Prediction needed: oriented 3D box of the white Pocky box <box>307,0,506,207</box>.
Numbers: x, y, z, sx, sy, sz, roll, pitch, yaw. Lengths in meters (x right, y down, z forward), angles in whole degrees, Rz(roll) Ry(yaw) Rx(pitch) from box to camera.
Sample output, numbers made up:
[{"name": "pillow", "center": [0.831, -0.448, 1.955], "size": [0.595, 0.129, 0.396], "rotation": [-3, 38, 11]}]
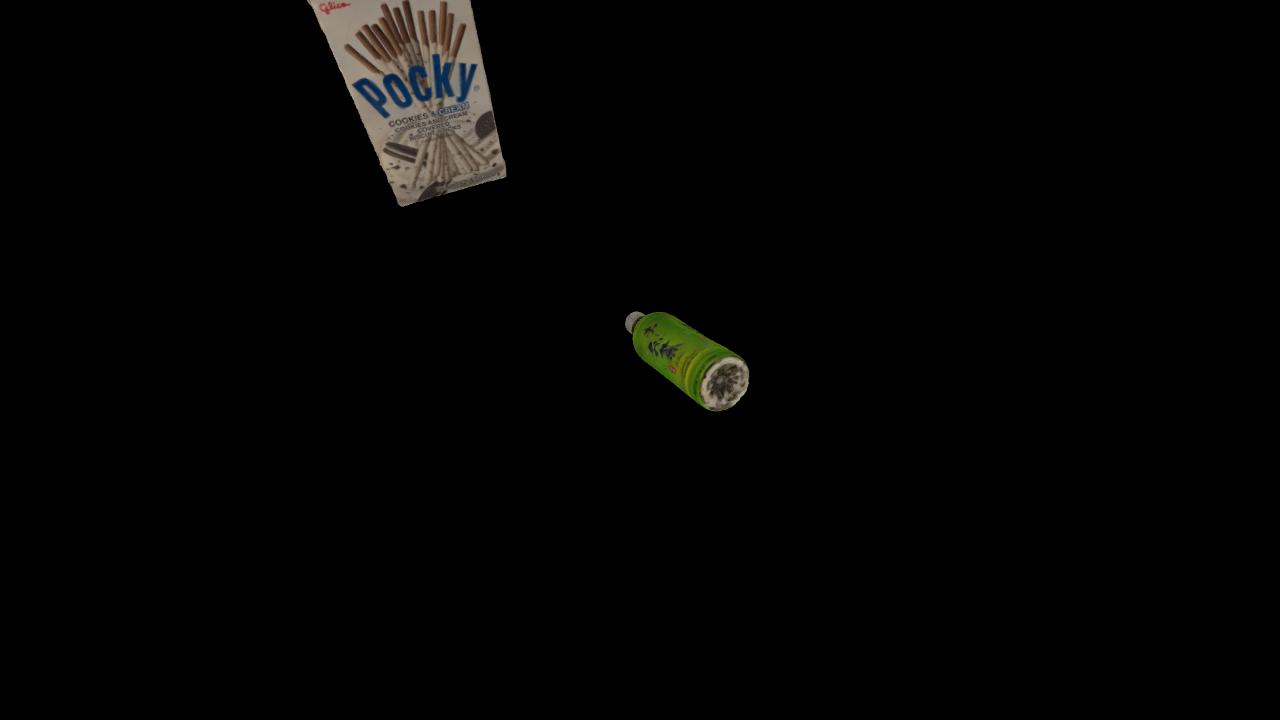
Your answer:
[{"name": "white Pocky box", "center": [-0.138, -0.169, 0.391], "size": [0.084, 0.028, 0.154], "rotation": [-20, -26, -12]}]

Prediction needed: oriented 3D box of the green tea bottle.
[{"name": "green tea bottle", "center": [0.042, -0.011, 0.742], "size": [0.073, 0.073, 0.212], "rotation": [0, 20, -32]}]
